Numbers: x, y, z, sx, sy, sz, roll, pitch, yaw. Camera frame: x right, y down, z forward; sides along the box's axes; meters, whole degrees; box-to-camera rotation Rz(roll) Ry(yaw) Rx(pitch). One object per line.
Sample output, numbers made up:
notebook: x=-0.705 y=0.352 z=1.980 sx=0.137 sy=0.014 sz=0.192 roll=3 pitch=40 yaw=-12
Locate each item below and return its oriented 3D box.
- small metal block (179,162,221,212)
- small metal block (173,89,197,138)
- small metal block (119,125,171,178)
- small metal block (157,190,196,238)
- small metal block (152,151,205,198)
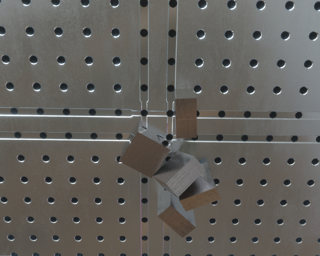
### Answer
small metal block: x=0.050 y=0.080 z=0.427 sx=0.050 sy=0.050 sz=0.025 roll=-22 pitch=125 yaw=8
small metal block: x=0.031 y=-0.020 z=0.393 sx=0.025 sy=0.050 sz=0.050 roll=-3 pitch=110 yaw=1
small metal block: x=-0.020 y=0.033 z=0.425 sx=0.050 sy=0.025 sz=0.050 roll=30 pitch=107 yaw=-10
small metal block: x=0.023 y=0.119 z=0.444 sx=0.025 sy=0.050 sz=0.050 roll=-42 pitch=105 yaw=14
small metal block: x=0.024 y=0.060 z=0.413 sx=0.050 sy=0.050 sz=0.025 roll=-42 pitch=107 yaw=-14
